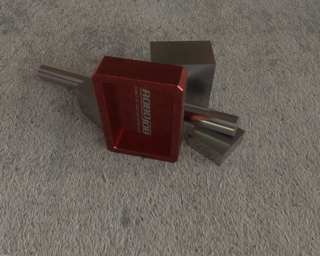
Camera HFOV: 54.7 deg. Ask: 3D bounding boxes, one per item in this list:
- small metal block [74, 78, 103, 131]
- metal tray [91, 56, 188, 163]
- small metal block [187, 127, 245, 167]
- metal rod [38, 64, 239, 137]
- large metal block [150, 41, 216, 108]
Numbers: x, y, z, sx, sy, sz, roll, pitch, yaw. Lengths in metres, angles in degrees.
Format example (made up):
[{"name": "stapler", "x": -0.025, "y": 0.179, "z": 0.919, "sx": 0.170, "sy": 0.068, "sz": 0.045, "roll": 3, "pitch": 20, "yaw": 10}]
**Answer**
[{"name": "small metal block", "x": -0.083, "y": -0.030, "z": 0.412, "sx": 0.050, "sy": 0.050, "sz": 0.025, "roll": 37, "pitch": 59, "yaw": 26}, {"name": "metal tray", "x": -0.019, "y": -0.015, "z": 0.349, "sx": 0.090, "sy": 0.129, "sz": 0.030, "roll": 9, "pitch": 51, "yaw": 8}, {"name": "small metal block", "x": 0.071, "y": 0.013, "z": 0.395, "sx": 0.050, "sy": 0.025, "sz": 0.050, "roll": 34, "pitch": 58, "yaw": 25}, {"name": "metal rod", "x": -0.043, "y": -0.044, "z": 0.423, "sx": 0.301, "sy": 0.025, "sz": 0.025, "roll": 17, "pitch": 52, "yaw": 20}, {"name": "large metal block", "x": 0.028, "y": -0.072, "z": 0.428, "sx": 0.081, "sy": 0.080, "sz": 0.050, "roll": -2, "pitch": 50, "yaw": -2}]
